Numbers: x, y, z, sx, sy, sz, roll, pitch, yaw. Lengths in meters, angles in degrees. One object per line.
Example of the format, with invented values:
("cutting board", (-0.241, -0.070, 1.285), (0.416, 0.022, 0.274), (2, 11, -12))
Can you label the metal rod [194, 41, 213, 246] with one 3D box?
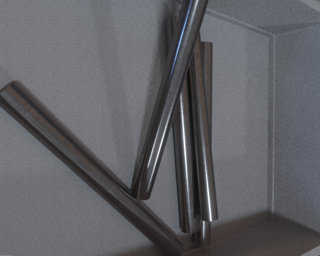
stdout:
("metal rod", (0.065, 0.023, 0.463), (0.025, 0.025, 0.298), (1, 90, -40))

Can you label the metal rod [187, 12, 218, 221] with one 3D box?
("metal rod", (0.055, -0.021, 0.439), (0.025, 0.025, 0.298), (-4, 88, -40))

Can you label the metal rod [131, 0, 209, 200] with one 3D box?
("metal rod", (0.014, -0.052, 0.342), (0.025, 0.025, 0.298), (-1, 115, -40))

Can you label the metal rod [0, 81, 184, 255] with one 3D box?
("metal rod", (-0.062, 0.067, 0.356), (0.300, 0.025, 0.025), (51, 60, -28))

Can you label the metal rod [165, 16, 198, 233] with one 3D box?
("metal rod", (0.031, -0.002, 0.434), (0.025, 0.025, 0.298), (-8, 95, -40))
